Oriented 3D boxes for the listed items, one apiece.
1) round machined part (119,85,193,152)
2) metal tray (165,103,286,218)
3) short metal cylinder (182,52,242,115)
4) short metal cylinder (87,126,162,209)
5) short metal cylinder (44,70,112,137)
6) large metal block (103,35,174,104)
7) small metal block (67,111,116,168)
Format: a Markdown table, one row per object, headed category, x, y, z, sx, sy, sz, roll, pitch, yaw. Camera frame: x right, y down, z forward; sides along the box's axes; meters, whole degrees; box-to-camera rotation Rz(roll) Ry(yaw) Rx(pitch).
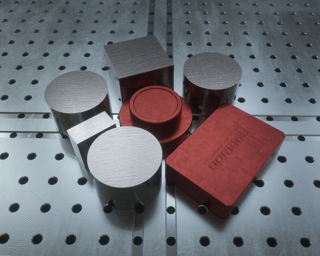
| category | x | y | z | sx | sy | sz | roll | pitch | yaw |
| --- | --- | --- | --- | --- | --- | --- | --- | --- | --- |
| round machined part | -0.006 | -0.019 | 0.411 | 0.099 | 0.042 | 0.098 | 0 | 50 | 0 |
| metal tray | 0.079 | 0.032 | 0.376 | 0.090 | 0.030 | 0.131 | 33 | 57 | 25 |
| short metal cylinder | 0.072 | -0.064 | 0.445 | 0.080 | 0.050 | 0.080 | 0 | 50 | 0 |
| short metal cylinder | -0.038 | 0.044 | 0.353 | 0.080 | 0.050 | 0.080 | 0 | 50 | 0 |
| short metal cylinder | -0.107 | -0.032 | 0.417 | 0.080 | 0.050 | 0.080 | 0 | 50 | 0 |
| large metal block | -0.032 | -0.090 | 0.466 | 0.081 | 0.050 | 0.080 | -17 | 52 | -14 |
| small metal block | -0.079 | 0.015 | 0.377 | 0.050 | 0.050 | 0.025 | -30 | 56 | -23 |
